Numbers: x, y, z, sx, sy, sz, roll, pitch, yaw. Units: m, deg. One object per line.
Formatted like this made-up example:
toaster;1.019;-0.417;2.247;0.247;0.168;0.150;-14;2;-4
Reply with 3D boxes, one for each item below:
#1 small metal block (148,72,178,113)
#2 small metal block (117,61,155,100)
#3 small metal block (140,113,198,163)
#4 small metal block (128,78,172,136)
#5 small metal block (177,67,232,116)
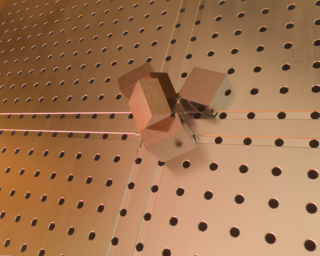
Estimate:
small metal block;-0.001;-0.039;0.415;0.025;0.050;0.050;-2;50;-21
small metal block;-0.024;-0.059;0.442;0.050;0.050;0.025;-27;52;12
small metal block;0.012;0.013;0.378;0.050;0.050;0.025;-26;55;12
small metal block;-0.014;-0.025;0.380;0.025;0.050;0.050;-10;65;-26
small metal block;0.058;-0.049;0.409;0.050;0.025;0.050;21;73;36
